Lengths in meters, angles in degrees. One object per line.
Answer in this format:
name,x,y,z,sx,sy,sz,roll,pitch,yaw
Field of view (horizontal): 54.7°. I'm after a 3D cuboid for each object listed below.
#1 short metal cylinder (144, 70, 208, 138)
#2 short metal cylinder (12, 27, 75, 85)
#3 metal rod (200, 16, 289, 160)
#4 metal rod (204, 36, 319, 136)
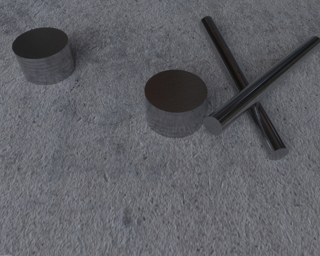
short metal cylinder,0.020,-0.033,0.415,0.081,0.050,0.080,0,50,0
short metal cylinder,-0.178,-0.112,0.479,0.081,0.050,0.080,0,50,0
metal rod,0.115,-0.080,0.471,0.025,0.025,0.300,-9,51,-7
metal rod,0.161,-0.073,0.440,0.025,0.025,0.302,35,50,25
